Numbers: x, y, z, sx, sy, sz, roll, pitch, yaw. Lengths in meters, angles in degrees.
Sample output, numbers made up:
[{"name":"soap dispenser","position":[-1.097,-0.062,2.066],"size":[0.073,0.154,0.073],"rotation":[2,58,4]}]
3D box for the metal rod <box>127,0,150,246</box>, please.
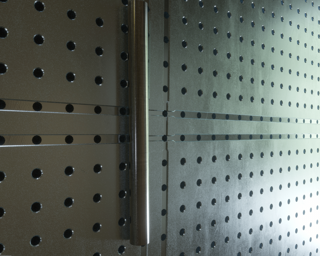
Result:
[{"name":"metal rod","position":[-0.027,-0.006,0.388],"size":[0.025,0.025,0.298],"rotation":[-1,91,-40]}]
